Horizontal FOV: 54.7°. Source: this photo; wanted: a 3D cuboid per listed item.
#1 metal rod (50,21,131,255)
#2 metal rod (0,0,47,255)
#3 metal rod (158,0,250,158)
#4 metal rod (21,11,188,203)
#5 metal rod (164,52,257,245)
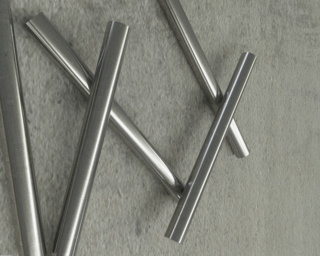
[{"bbox_3d":[-0.077,0.038,0.319,0.025,0.025,0.298,15,87,-39],"label":"metal rod"},{"bbox_3d":[-0.139,-0.021,0.288,0.025,0.025,0.298,-11,97,-40],"label":"metal rod"},{"bbox_3d":[0.070,-0.075,0.465,0.025,0.025,0.299,-46,118,-30],"label":"metal rod"},{"bbox_3d":[-0.043,-0.001,0.370,0.300,0.025,0.025,52,59,-28],"label":"metal rod"},{"bbox_3d":[0.078,0.014,0.438,0.025,0.025,0.300,40,65,-33],"label":"metal rod"}]
